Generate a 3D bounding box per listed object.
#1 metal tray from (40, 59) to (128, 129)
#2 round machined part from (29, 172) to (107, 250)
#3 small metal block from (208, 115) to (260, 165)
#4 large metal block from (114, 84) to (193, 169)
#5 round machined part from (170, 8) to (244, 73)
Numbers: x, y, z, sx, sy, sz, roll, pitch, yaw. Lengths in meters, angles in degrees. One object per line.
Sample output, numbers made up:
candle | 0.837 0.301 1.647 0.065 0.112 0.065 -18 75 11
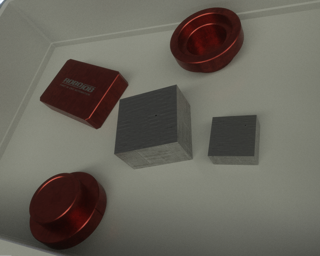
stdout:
metal tray | -0.125 -0.059 0.502 0.130 0.030 0.090 20 72 35
round machined part | -0.120 0.095 0.386 0.098 0.042 0.098 -14 45 15
small metal block | 0.085 0.014 0.352 0.050 0.025 0.050 -2 61 26
large metal block | -0.007 0.000 0.392 0.080 0.050 0.080 -12 57 21
round machined part | 0.067 -0.116 0.430 0.098 0.042 0.098 -13 56 20
